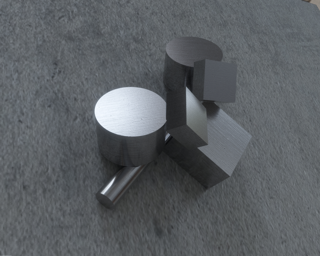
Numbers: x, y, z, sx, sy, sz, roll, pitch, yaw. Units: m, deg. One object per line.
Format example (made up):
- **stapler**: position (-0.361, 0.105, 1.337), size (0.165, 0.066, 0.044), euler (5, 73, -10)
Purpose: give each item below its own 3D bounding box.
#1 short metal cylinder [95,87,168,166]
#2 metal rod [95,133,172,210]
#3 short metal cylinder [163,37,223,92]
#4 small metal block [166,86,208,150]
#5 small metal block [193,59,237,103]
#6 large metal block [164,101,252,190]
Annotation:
- **short metal cylinder**: position (-0.032, -0.003, 0.357), size (0.081, 0.050, 0.080), euler (3, 45, -3)
- **metal rod**: position (0.019, -0.010, 0.423), size (0.025, 0.025, 0.301), euler (42, 51, 0)
- **short metal cylinder**: position (0.047, -0.091, 0.453), size (0.081, 0.050, 0.080), euler (3, 45, -3)
- **small metal block**: position (0.031, -0.010, 0.350), size (0.050, 0.025, 0.050), euler (40, 42, -45)
- **small metal block**: position (0.071, -0.059, 0.401), size (0.050, 0.025, 0.050), euler (2, 91, -28)
- **large metal block**: position (0.063, 0.020, 0.411), size (0.080, 0.050, 0.080), euler (41, 51, 0)
